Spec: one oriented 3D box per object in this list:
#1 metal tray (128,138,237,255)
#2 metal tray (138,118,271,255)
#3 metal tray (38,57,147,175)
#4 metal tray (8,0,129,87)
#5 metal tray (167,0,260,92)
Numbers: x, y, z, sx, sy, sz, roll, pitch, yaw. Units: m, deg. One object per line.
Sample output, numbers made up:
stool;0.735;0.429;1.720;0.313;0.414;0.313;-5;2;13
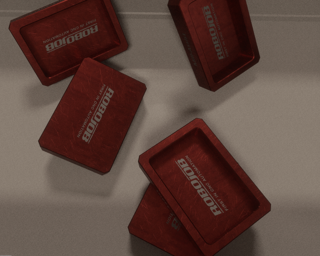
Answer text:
metal tray;0.030;0.085;0.376;0.090;0.030;0.130;25;72;8
metal tray;0.047;0.064;0.351;0.090;0.030;0.130;-33;74;-12
metal tray;-0.083;-0.016;0.399;0.090;0.030;0.130;25;71;-9
metal tray;-0.120;-0.125;0.420;0.131;0.090;0.030;-28;32;-10
metal tray;0.075;-0.125;0.407;0.090;0.130;0.030;-34;32;-12
